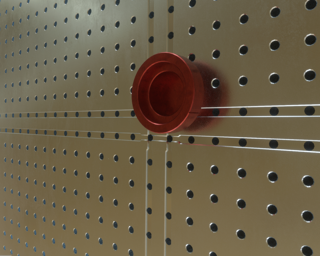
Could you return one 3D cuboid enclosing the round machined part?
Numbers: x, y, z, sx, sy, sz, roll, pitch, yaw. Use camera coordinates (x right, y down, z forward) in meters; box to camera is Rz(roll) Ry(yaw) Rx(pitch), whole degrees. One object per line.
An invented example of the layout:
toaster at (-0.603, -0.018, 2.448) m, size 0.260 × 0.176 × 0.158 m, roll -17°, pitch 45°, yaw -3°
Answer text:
round machined part at (0.014, -0.042, 0.388) m, size 0.098 × 0.042 × 0.097 m, roll 0°, pitch 90°, yaw 40°
